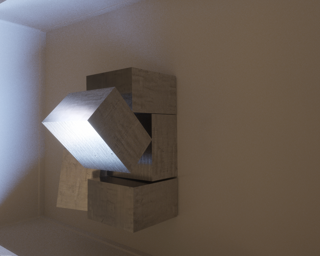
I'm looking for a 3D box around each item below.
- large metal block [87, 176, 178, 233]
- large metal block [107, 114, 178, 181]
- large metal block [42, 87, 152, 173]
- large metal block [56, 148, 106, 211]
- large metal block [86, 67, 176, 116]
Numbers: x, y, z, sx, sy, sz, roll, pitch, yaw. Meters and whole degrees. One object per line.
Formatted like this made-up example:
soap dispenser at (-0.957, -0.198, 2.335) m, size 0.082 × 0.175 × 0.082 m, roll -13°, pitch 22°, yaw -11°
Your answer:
large metal block at (-0.034, 0.089, 0.394) m, size 0.080 × 0.081 × 0.050 m, roll 1°, pitch 91°, yaw 39°
large metal block at (-0.024, 0.023, 0.409) m, size 0.080 × 0.050 × 0.079 m, roll -1°, pitch 90°, yaw 39°
large metal block at (-0.070, 0.004, 0.351) m, size 0.080 × 0.080 × 0.050 m, roll -1°, pitch 45°, yaw 39°
large metal block at (-0.107, 0.063, 0.444) m, size 0.050 × 0.080 × 0.079 m, roll 9°, pitch 98°, yaw -4°
large metal block at (-0.036, -0.042, 0.395) m, size 0.080 × 0.081 × 0.050 m, roll -1°, pitch 89°, yaw 39°
